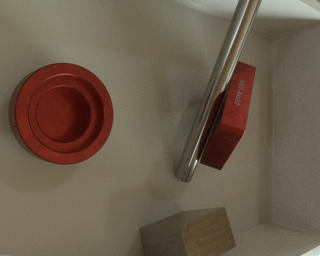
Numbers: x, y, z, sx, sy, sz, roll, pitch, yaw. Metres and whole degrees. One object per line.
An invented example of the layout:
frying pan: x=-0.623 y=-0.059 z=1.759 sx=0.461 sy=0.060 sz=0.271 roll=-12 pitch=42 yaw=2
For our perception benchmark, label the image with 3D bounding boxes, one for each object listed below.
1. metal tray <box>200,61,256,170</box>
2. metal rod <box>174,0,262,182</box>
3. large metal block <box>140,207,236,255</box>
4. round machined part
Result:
metal tray: x=0.094 y=-0.019 z=0.425 sx=0.030 sy=0.089 sz=0.130 roll=20 pitch=52 yaw=3
metal rod: x=0.077 y=-0.064 z=0.391 sx=0.025 sy=0.025 sz=0.298 roll=2 pitch=115 yaw=-40
large metal block: x=0.034 y=0.139 z=0.395 sx=0.081 sy=0.080 sz=0.050 roll=-8 pitch=79 yaw=-40
round machined part: x=-0.100 y=-0.014 z=0.313 sx=0.099 sy=0.042 sz=0.097 roll=0 pitch=90 yaw=-40
